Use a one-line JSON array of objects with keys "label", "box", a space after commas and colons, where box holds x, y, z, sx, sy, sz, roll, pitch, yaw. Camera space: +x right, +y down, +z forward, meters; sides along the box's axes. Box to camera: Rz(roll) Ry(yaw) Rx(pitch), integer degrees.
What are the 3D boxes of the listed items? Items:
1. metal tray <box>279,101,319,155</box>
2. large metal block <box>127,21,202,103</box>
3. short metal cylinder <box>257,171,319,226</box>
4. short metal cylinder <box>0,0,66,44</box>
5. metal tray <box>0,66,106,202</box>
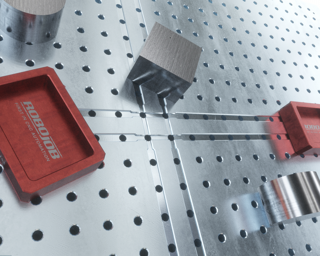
[{"label": "metal tray", "box": [0.285, 0.001, 0.557, 0.131, 0.030, 0.090, 2, 61, -27]}, {"label": "large metal block", "box": [0.008, -0.096, 0.455, 0.080, 0.050, 0.080, 27, 52, -12]}, {"label": "short metal cylinder", "box": [0.177, 0.095, 0.410, 0.081, 0.080, 0.050, 2, 61, -27]}, {"label": "short metal cylinder", "box": [-0.167, -0.156, 0.398, 0.081, 0.050, 0.080, 14, 56, -21]}, {"label": "metal tray", "box": [-0.131, 0.001, 0.333, 0.091, 0.030, 0.130, -25, 75, -37]}]
